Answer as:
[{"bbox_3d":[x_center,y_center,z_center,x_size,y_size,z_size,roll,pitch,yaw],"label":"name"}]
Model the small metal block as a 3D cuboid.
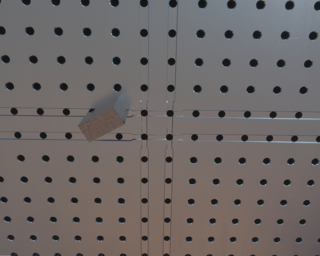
[{"bbox_3d":[-0.071,-0.012,0.395,0.050,0.050,0.025,-27,108,9],"label":"small metal block"}]
